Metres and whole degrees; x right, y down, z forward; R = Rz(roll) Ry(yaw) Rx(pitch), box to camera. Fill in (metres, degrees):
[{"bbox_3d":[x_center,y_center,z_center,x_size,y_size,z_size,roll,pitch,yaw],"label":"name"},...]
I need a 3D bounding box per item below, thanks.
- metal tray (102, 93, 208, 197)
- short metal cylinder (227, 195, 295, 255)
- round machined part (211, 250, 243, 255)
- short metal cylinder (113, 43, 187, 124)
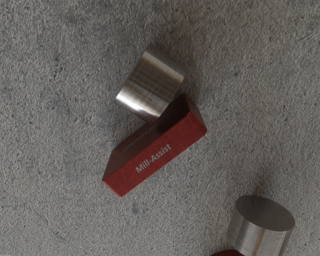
[{"bbox_3d":[-0.008,0.018,0.381,0.130,0.090,0.030,-38,106,13],"label":"metal tray"},{"bbox_3d":[0.139,0.138,0.433,0.081,0.080,0.050,9,110,-4],"label":"short metal cylinder"},{"bbox_3d":[0.115,0.247,0.493,0.099,0.042,0.097,0,110,0],"label":"round machined part"},{"bbox_3d":[-0.012,-0.051,0.362,0.050,0.080,0.080,32,107,-11],"label":"short metal cylinder"}]
